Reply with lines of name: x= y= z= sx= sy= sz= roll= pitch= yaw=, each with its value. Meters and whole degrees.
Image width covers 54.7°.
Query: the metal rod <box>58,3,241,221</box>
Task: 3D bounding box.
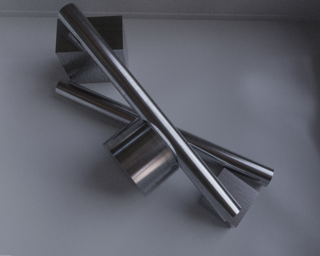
metal rod: x=-0.014 y=-0.020 z=0.354 sx=0.025 sy=0.025 sz=0.300 roll=-39 pitch=87 yaw=-13

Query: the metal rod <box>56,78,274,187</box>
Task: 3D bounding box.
metal rod: x=0.000 y=0.003 z=0.407 sx=0.301 sy=0.025 sz=0.025 roll=24 pitch=72 yaw=8

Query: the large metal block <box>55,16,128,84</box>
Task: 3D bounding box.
large metal block: x=-0.086 y=-0.102 z=0.416 sx=0.081 sy=0.080 sz=0.050 roll=-3 pitch=70 yaw=-2

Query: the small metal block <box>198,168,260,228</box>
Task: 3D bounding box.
small metal block: x=0.083 y=0.085 z=0.378 sx=0.050 sy=0.025 sz=0.050 roll=36 pitch=74 yaw=12

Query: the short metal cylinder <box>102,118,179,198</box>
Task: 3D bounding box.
short metal cylinder: x=-0.023 y=0.034 z=0.365 sx=0.050 sy=0.080 sz=0.080 roll=-38 pitch=75 yaw=-13
